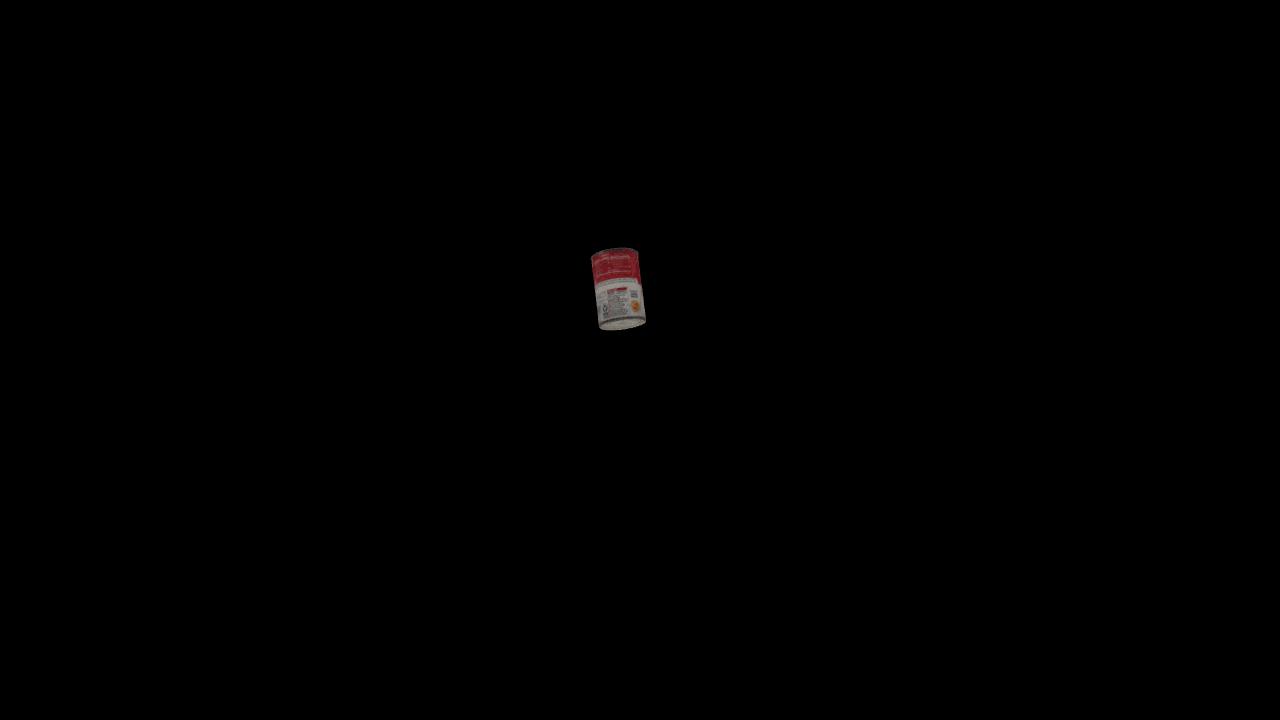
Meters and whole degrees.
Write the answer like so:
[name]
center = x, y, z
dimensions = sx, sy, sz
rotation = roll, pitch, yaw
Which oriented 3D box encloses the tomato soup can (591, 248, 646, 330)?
[tomato soup can]
center = -0.029, -0.097, 0.853
dimensions = 0.068, 0.101, 0.068
rotation = -7, -9, -1
